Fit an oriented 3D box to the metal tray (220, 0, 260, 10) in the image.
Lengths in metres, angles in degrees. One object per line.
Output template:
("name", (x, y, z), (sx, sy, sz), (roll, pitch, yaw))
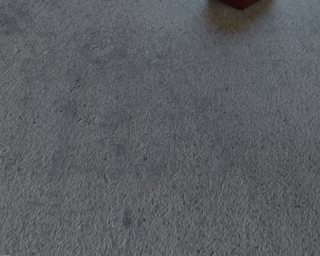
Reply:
("metal tray", (0.180, -0.301, 0.653), (0.131, 0.030, 0.090), (-35, 58, -26))
